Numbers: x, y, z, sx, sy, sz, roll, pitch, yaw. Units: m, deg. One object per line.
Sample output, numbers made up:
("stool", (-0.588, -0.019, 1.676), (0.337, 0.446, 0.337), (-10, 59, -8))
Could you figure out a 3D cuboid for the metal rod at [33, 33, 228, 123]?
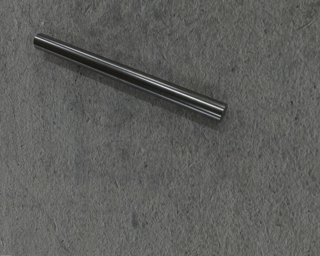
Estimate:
("metal rod", (-0.053, -0.075, 0.427), (0.301, 0.025, 0.025), (24, 98, 18))
